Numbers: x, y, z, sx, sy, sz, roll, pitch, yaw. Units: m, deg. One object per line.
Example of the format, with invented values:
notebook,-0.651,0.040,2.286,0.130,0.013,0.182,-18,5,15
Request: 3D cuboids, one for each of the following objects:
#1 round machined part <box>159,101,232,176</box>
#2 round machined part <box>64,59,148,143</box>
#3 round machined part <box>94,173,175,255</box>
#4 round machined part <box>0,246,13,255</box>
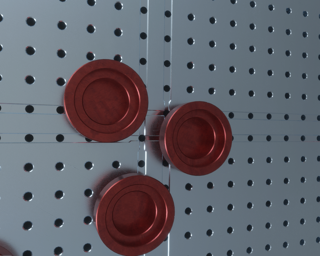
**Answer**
round machined part,0.045,0.013,0.421,0.099,0.042,0.097,0,90,-21
round machined part,-0.067,-0.032,0.379,0.099,0.042,0.097,0,90,-21
round machined part,-0.034,0.105,0.392,0.099,0.042,0.097,0,90,-20
round machined part,-0.203,0.177,0.329,0.099,0.042,0.097,0,90,-20
